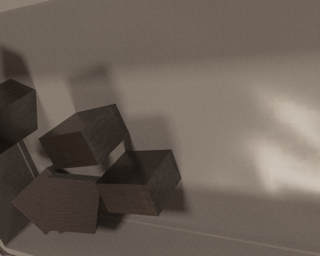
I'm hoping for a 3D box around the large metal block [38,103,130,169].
[{"bbox_3d":[-0.104,0.012,0.433,0.080,0.080,0.050,-9,114,32],"label":"large metal block"}]

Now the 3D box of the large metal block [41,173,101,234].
[{"bbox_3d":[-0.137,0.118,0.495,0.081,0.050,0.080,6,89,-5],"label":"large metal block"}]

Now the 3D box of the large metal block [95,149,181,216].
[{"bbox_3d":[-0.027,0.073,0.432,0.080,0.080,0.050,-5,116,30],"label":"large metal block"}]

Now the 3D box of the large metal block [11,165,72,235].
[{"bbox_3d":[-0.192,0.122,0.540,0.080,0.050,0.080,-45,94,-4],"label":"large metal block"}]

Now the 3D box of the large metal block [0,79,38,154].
[{"bbox_3d":[-0.242,-0.020,0.486,0.050,0.080,0.079,24,127,13],"label":"large metal block"}]
